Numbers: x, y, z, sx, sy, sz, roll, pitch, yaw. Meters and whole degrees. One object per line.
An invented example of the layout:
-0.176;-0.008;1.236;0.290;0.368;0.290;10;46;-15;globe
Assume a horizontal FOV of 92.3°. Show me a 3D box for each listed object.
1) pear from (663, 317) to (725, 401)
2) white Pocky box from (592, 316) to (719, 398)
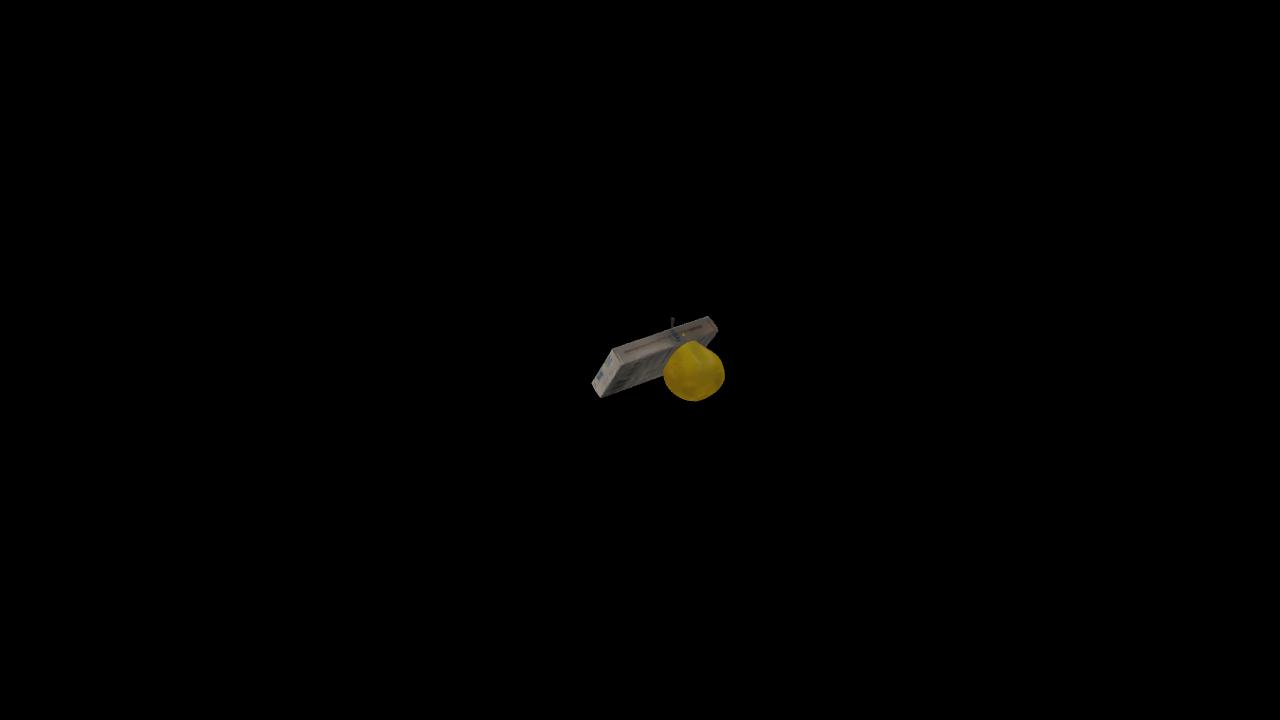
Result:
0.055;-0.003;0.765;0.080;0.111;0.080;-30;15;9;pear
0.020;-0.004;0.758;0.154;0.028;0.084;-19;-23;-34;white Pocky box
